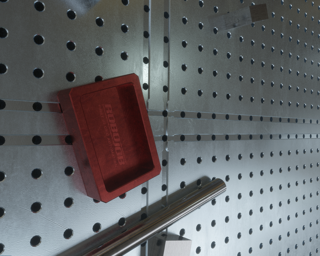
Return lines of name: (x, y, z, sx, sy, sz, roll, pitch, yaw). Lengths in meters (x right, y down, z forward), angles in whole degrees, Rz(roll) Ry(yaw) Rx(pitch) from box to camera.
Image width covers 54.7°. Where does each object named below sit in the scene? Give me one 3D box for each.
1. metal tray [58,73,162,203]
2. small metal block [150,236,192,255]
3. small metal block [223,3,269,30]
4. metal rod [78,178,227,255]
metal tray: (-0.054, 0.009, 0.362, 0.091, 0.030, 0.129, -23, 105, -38)
small metal block: (0.014, 0.176, 0.424, 0.050, 0.025, 0.050, 17, 79, -39)
small metal block: (0.143, -0.185, 0.515, 0.050, 0.050, 0.025, -24, 106, -38)
metal rod: (-0.016, 0.129, 0.397, 0.302, 0.025, 0.025, -19, 102, -39)
